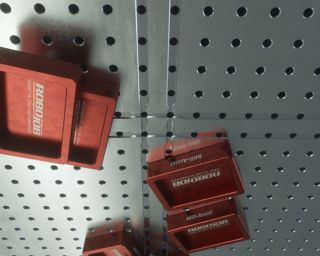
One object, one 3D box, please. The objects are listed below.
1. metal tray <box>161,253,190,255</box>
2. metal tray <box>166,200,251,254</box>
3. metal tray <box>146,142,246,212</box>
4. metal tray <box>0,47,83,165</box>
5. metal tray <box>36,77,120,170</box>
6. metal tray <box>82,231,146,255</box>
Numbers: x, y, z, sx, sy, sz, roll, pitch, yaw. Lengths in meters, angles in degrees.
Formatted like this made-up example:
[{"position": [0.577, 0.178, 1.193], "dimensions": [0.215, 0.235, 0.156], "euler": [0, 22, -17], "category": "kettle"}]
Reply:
[{"position": [-0.007, 0.301, 0.638], "dimensions": [0.131, 0.030, 0.089], "euler": [4, 129, -24], "category": "metal tray"}, {"position": [0.088, 0.182, 0.563], "dimensions": [0.130, 0.030, 0.090], "euler": [-20, 128, 16], "category": "metal tray"}, {"position": [0.055, 0.078, 0.474], "dimensions": [0.130, 0.030, 0.090], "euler": [-17, 128, 14], "category": "metal tray"}, {"position": [-0.142, -0.019, 0.350], "dimensions": [0.091, 0.030, 0.129], "euler": [12, 129, -10], "category": "metal tray"}, {"position": [-0.110, -0.005, 0.402], "dimensions": [0.091, 0.030, 0.129], "euler": [12, 129, -10], "category": "metal tray"}, {"position": [-0.086, 0.263, 0.630], "dimensions": [0.090, 0.030, 0.130], "euler": [-16, 129, 13], "category": "metal tray"}]
